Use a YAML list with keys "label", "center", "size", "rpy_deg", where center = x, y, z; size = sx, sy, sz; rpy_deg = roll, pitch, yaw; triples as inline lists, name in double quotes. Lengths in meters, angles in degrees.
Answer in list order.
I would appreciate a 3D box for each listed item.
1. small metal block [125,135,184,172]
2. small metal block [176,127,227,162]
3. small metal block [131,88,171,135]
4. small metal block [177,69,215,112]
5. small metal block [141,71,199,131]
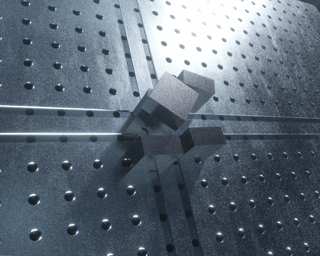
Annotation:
- label: "small metal block"
  center: [-0.007, 0.031, 0.371]
  size: [0.050, 0.050, 0.025]
  rpy_deg: [1, 62, -28]
- label: "small metal block"
  center: [0.050, 0.021, 0.408]
  size: [0.050, 0.050, 0.025]
  rpy_deg: [-2, 63, -29]
- label: "small metal block"
  center: [-0.003, -0.019, 0.404]
  size: [0.050, 0.050, 0.025]
  rpy_deg: [21, 54, -16]
- label: "small metal block"
  center: [0.044, -0.053, 0.450]
  size: [0.050, 0.050, 0.025]
  rpy_deg: [15, 56, -20]
- label: "small metal block"
  center: [0.013, -0.033, 0.373]
  size: [0.050, 0.025, 0.050]
  rpy_deg: [34, 51, -6]
